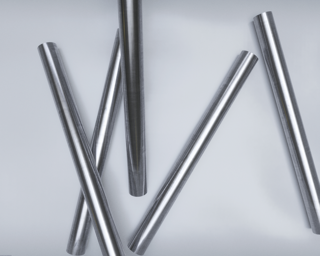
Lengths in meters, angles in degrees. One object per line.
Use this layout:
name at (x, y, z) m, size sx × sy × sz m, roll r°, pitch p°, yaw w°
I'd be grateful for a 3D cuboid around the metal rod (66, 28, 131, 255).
metal rod at (-0.078, 0.018, 0.410) m, size 0.025 × 0.025 × 0.298 m, roll 13°, pitch 90°, yaw -1°

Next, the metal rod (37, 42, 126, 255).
metal rod at (-0.099, 0.032, 0.387) m, size 0.025 × 0.025 × 0.299 m, roll -20°, pitch 81°, yaw 0°

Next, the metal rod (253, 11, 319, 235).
metal rod at (0.177, -0.006, 0.413) m, size 0.025 × 0.025 × 0.298 m, roll -16°, pitch 90°, yaw 0°

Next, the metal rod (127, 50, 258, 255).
metal rod at (0.044, 0.032, 0.412) m, size 0.025 × 0.025 × 0.299 m, roll 31°, pitch 90°, yaw -1°

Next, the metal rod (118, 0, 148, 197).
metal rod at (-0.030, -0.051, 0.351) m, size 0.025 × 0.025 × 0.298 m, roll -1°, pitch 115°, yaw 0°
